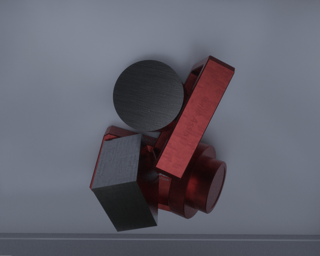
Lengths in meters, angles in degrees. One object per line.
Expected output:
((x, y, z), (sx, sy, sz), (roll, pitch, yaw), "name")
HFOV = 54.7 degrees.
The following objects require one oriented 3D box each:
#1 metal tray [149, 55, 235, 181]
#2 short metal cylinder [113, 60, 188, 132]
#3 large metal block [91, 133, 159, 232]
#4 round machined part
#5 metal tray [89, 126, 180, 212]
((0.031, -0.013, 0.354), (0.030, 0.090, 0.129), (26, 92, -6), "metal tray")
((-0.009, -0.035, 0.367), (0.080, 0.050, 0.080), (-1, 87, 11), "short metal cylinder")
((-0.037, 0.066, 0.380), (0.050, 0.080, 0.080), (-12, 126, 10), "large metal block")
((0.053, 0.069, 0.393), (0.042, 0.099, 0.097), (17, 112, 26), "round machined part")
((-0.021, 0.059, 0.427), (0.131, 0.030, 0.089), (16, 109, -6), "metal tray")
